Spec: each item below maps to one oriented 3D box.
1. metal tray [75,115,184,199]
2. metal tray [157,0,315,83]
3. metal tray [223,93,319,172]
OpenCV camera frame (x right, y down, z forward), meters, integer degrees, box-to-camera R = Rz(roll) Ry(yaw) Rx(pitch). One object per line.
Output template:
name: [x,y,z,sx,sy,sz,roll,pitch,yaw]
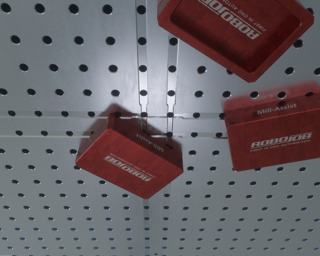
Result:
metal tray: [-0.042,0.047,0.448,0.130,0.030,0.090,32,123,-25]
metal tray: [0.074,-0.113,0.312,0.131,0.030,0.090,27,125,-21]
metal tray: [0.158,0.009,0.417,0.130,0.030,0.090,-11,129,9]
